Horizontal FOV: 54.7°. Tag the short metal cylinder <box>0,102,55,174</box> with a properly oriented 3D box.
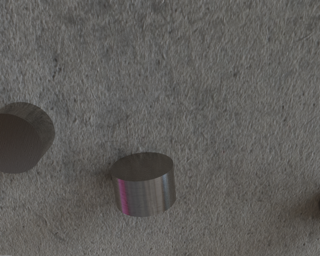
[{"bbox_3d":[-0.184,0.012,0.398,0.081,0.050,0.079,0,110,-1],"label":"short metal cylinder"}]

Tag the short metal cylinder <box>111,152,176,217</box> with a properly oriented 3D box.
[{"bbox_3d":[-0.021,0.071,0.407,0.080,0.080,0.050,-5,110,1],"label":"short metal cylinder"}]
